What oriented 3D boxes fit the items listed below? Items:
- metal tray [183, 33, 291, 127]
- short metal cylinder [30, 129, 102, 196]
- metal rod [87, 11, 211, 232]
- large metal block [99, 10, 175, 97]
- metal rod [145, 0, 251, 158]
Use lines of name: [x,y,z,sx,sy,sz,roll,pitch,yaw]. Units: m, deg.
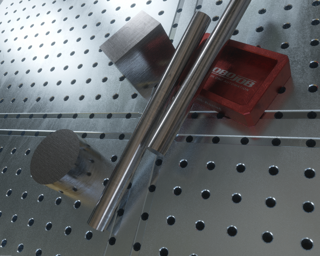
metal tray: [0.086,-0.067,0.400,0.130,0.030,0.090,31,78,37]
short metal cylinder: [-0.129,0.048,0.428,0.080,0.050,0.080,-13,56,20]
metal rod: [-0.010,-0.014,0.392,0.025,0.025,0.299,22,82,35]
large metal block: [-0.026,-0.107,0.450,0.080,0.080,0.050,-41,51,0]
metal rod: [0.066,-0.098,0.393,0.025,0.025,0.300,19,71,35]
